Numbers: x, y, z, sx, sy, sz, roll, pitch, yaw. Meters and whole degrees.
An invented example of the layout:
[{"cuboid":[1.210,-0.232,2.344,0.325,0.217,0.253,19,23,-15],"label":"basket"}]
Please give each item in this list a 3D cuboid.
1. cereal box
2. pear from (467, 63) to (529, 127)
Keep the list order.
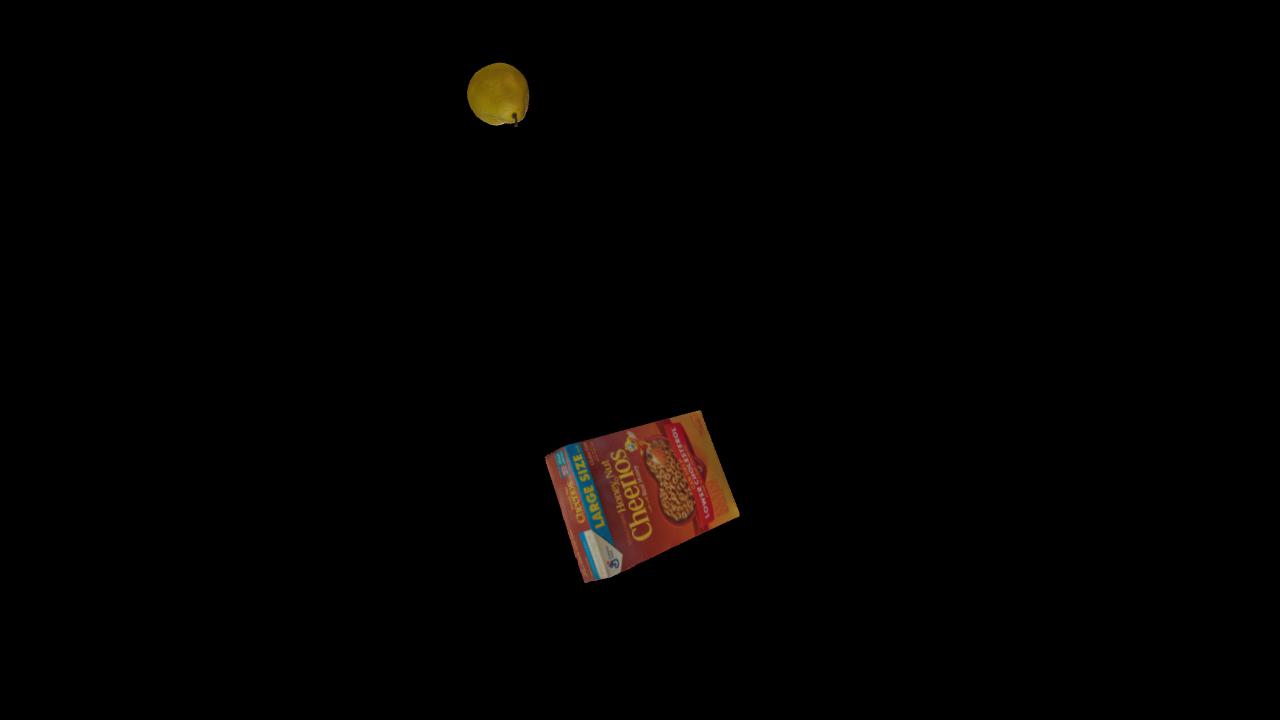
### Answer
[{"cuboid":[0.012,0.211,1.011,0.306,0.203,0.081,-9,-16,-42],"label":"cereal box"},{"cuboid":[-0.169,-0.330,0.782,0.080,0.080,0.111,0,33,-45],"label":"pear"}]
